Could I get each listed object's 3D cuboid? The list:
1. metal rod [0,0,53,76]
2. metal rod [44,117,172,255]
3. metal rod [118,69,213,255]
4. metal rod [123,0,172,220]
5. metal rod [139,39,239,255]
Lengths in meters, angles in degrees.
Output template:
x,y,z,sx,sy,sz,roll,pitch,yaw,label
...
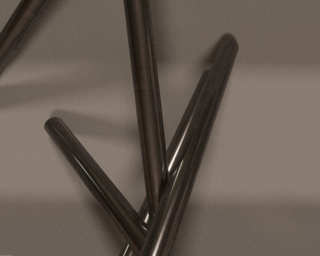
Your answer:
x,y,z,sx,sy,sz,roll,pitch,yaw,label
-0.144,-0.126,0.338,0.299,0.025,0.025,-38,91,29,metal rod
-0.050,0.077,0.326,0.025,0.025,0.300,-48,55,0,metal rod
0.009,0.053,0.353,0.025,0.025,0.300,26,66,0,metal rod
-0.015,-0.059,0.302,0.025,0.025,0.298,-6,94,0,metal rod
0.042,0.005,0.332,0.025,0.025,0.300,25,56,0,metal rod
